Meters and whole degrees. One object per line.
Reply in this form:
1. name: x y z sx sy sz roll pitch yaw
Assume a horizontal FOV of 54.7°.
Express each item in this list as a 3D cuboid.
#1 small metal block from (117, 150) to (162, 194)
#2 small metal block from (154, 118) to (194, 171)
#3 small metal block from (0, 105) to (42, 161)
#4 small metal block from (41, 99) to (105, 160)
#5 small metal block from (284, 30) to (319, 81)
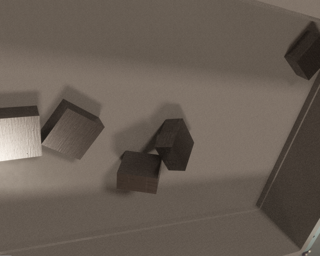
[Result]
1. small metal block: -0.026 0.056 0.403 0.050 0.050 0.025 7 120 4
2. small metal block: 0.021 0.023 0.418 0.050 0.025 0.050 61 38 -39
3. small metal block: -0.155 0.006 0.328 0.050 0.025 0.050 -6 121 -25
4. small metal block: -0.101 0.002 0.356 0.050 0.025 0.050 31 101 -39
5. small metal block: 0.223 -0.109 0.466 0.050 0.025 0.050 34 99 -39
